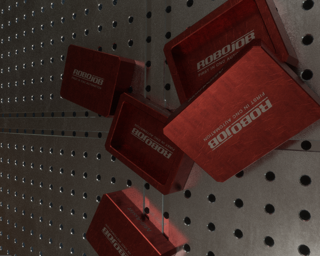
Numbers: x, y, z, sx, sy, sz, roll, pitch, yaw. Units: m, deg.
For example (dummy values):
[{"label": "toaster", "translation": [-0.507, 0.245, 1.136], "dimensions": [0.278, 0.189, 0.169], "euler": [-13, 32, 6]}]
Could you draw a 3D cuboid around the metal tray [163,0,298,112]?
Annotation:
[{"label": "metal tray", "translation": [0.071, -0.082, 0.346], "dimensions": [0.130, 0.030, 0.090], "euler": [-26, 74, 36]}]

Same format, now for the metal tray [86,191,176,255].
[{"label": "metal tray", "translation": [-0.047, 0.165, 0.443], "dimensions": [0.130, 0.030, 0.089], "euler": [38, 113, 33]}]

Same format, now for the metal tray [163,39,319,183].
[{"label": "metal tray", "translation": [0.077, -0.012, 0.311], "dimensions": [0.090, 0.030, 0.129], "euler": [42, 122, -8]}]

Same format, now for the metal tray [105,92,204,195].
[{"label": "metal tray", "translation": [-0.013, 0.017, 0.414], "dimensions": [0.130, 0.030, 0.089], "euler": [31, 109, 35]}]

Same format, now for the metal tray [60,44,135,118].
[{"label": "metal tray", "translation": [-0.103, -0.076, 0.488], "dimensions": [0.130, 0.030, 0.089], "euler": [23, 104, 37]}]
